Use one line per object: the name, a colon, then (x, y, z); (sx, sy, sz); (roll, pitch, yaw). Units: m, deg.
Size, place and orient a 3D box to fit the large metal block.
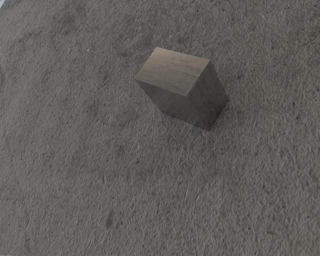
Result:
large metal block: (0.028, -0.048, 0.384); (0.080, 0.080, 0.050); (24, 75, 36)
